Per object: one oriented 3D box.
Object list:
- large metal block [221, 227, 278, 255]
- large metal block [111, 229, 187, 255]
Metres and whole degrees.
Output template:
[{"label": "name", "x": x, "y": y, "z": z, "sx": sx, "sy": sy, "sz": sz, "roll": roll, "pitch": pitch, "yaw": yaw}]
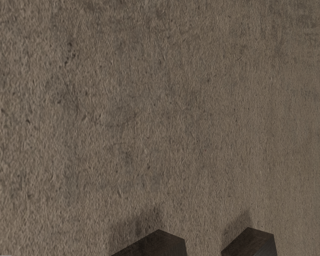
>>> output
[{"label": "large metal block", "x": 0.155, "y": 0.229, "z": 0.522, "sx": 0.081, "sy": 0.050, "sz": 0.080, "roll": -24, "pitch": 105, "yaw": -38}, {"label": "large metal block", "x": -0.009, "y": 0.185, "z": 0.383, "sx": 0.081, "sy": 0.050, "sz": 0.079, "roll": -16, "pitch": 101, "yaw": -39}]
